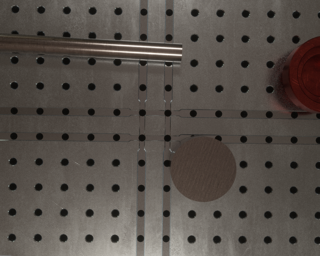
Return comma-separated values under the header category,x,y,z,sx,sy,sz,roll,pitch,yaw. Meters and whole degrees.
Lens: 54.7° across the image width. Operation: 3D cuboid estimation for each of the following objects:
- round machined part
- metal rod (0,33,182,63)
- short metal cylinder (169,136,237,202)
category,x,y,z,sx,sy,sz,roll,pitch,yaw
round machined part,0.210,-0.068,0.408,0.099,0.042,0.097,0,90,-1
metal rod,-0.122,-0.108,0.411,0.302,0.025,0.025,3,90,-1
short metal cylinder,0.053,0.050,0.402,0.081,0.050,0.079,0,90,-1
